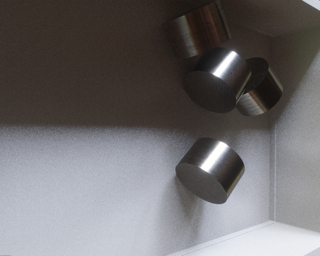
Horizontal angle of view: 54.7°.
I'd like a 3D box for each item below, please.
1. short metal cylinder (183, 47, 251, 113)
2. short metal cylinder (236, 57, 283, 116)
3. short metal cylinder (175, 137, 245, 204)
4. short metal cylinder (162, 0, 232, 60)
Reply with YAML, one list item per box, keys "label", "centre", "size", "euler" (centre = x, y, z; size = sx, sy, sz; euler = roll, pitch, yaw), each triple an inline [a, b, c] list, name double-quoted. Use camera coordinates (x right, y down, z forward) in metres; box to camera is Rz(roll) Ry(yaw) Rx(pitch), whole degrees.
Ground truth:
- label: "short metal cylinder"
  centre: [0.081, -0.066, 0.438]
  size: [0.080, 0.080, 0.050]
  euler: [50, 61, -29]
- label: "short metal cylinder"
  centre: [0.145, -0.065, 0.492]
  size: [0.050, 0.080, 0.080]
  euler: [43, 64, -32]
- label: "short metal cylinder"
  centre: [0.069, 0.059, 0.428]
  size: [0.050, 0.080, 0.080]
  euler: [-48, 119, -29]
- label: "short metal cylinder"
  centre: [0.049, -0.131, 0.411]
  size: [0.080, 0.080, 0.050]
  euler: [-38, 114, -33]
